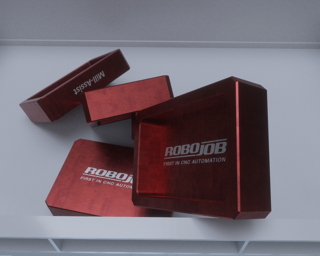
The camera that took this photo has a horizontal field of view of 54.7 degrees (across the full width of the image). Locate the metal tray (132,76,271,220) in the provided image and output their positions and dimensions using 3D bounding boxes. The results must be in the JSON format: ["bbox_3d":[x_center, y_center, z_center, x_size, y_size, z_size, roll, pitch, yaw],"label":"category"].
[{"bbox_3d":[0.023,0.020,0.248,0.030,0.130,0.090,9,77,-33],"label":"metal tray"}]

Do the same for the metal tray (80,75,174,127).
[{"bbox_3d":[-0.042,-0.027,0.366,0.091,0.130,0.030,-14,91,-11],"label":"metal tray"}]

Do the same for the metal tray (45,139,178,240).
[{"bbox_3d":[-0.046,0.065,0.347,0.131,0.030,0.090,9,51,7],"label":"metal tray"}]

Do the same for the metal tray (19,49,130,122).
[{"bbox_3d":[-0.114,-0.056,0.416,0.131,0.030,0.090,-42,24,-29],"label":"metal tray"}]

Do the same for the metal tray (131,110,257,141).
[{"bbox_3d":[0.035,-0.001,0.363,0.131,0.090,0.030,-1,87,-1],"label":"metal tray"}]
